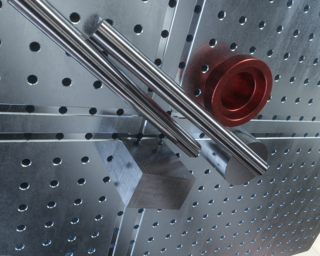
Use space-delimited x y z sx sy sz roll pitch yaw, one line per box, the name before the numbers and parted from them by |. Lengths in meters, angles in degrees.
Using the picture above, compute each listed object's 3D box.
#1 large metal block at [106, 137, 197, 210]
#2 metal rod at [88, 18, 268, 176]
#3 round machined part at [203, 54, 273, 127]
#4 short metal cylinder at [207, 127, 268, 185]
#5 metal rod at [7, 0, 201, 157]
large metal block | -0.014 0.060 0.407 0.081 0.080 0.050 13 112 -34
metal rod | 0.041 -0.021 0.385 0.301 0.025 0.025 37 97 -28
round machined part | 0.101 -0.054 0.424 0.099 0.042 0.097 -14 125 -21
short metal cylinder | 0.122 0.044 0.491 0.081 0.050 0.079 -14 124 -21
metal rod | -0.037 -0.043 0.365 0.025 0.025 0.300 -46 130 4
